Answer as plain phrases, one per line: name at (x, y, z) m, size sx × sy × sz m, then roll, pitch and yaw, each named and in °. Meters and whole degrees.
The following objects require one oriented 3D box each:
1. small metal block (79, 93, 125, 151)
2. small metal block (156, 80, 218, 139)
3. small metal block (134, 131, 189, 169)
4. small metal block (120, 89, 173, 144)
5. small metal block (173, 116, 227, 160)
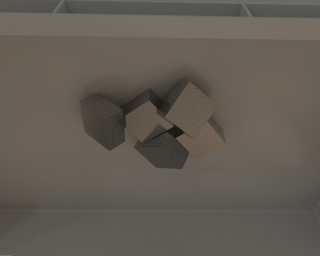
small metal block at (-0.070, -0.008, 0.381) m, size 0.050 × 0.025 × 0.050 m, roll 31°, pitch 138°, yaw 31°
small metal block at (0.033, -0.023, 0.373) m, size 0.050 × 0.025 × 0.050 m, roll 36°, pitch 86°, yaw -27°
small metal block at (0.002, 0.031, 0.418) m, size 0.050 × 0.025 × 0.050 m, roll -4°, pitch 139°, yaw 46°
small metal block at (-0.017, -0.014, 0.395) m, size 0.050 × 0.025 × 0.050 m, roll -30°, pitch 124°, yaw 23°
small metal block at (0.053, 0.010, 0.416) m, size 0.050 × 0.025 × 0.050 m, roll -29°, pitch 125°, yaw 22°
